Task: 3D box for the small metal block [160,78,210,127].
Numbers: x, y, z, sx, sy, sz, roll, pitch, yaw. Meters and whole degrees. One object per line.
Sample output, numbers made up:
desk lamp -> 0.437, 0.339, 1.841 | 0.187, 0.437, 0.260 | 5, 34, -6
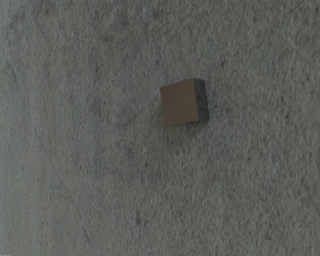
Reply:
small metal block -> 0.030, -0.030, 0.379 | 0.050, 0.025, 0.050 | -11, 83, 39
